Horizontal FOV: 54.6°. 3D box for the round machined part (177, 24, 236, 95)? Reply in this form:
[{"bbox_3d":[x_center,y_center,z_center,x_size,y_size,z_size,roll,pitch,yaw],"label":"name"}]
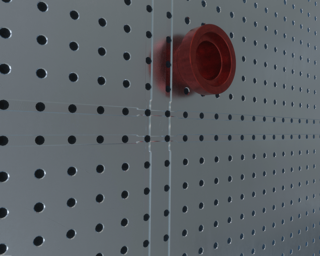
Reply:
[{"bbox_3d":[0.063,-0.096,0.449,0.099,0.042,0.097,0,90,-40],"label":"round machined part"}]
